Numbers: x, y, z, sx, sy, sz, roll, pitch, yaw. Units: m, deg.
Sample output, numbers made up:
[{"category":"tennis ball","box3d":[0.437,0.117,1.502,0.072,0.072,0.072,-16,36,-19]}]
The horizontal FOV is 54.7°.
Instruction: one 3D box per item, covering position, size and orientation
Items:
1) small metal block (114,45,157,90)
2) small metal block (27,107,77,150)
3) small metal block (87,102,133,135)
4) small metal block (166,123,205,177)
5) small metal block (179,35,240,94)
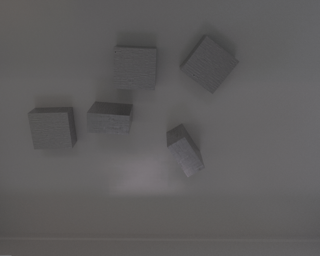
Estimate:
[{"category":"small metal block","box3d":[-0.030,-0.075,0.383,0.050,0.025,0.050,2,110,-1]},{"category":"small metal block","box3d":[-0.141,0.000,0.410,0.050,0.025,0.050,-2,110,0]},{"category":"small metal block","box3d":[-0.062,-0.013,0.392,0.050,0.050,0.025,4,110,-2]},{"category":"small metal block","box3d":[0.033,0.028,0.409,0.025,0.050,0.050,-31,107,11]},{"category":"small metal block","box3d":[0.060,-0.079,0.383,0.050,0.025,0.050,35,106,-12]}]
